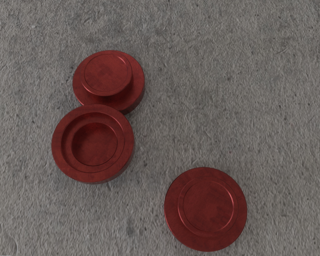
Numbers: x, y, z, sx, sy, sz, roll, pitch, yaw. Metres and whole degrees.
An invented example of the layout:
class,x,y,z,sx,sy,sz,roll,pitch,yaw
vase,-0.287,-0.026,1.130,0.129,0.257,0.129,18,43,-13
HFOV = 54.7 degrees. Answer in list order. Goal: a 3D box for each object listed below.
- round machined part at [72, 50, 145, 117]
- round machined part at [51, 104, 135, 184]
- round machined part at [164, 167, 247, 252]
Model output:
class,x,y,z,sx,sy,sz,roll,pitch,yaw
round machined part,-0.070,-0.066,0.422,0.099,0.042,0.098,0,70,0
round machined part,-0.080,0.022,0.389,0.099,0.042,0.098,0,72,0
round machined part,0.054,0.094,0.365,0.099,0.042,0.098,0,70,0
